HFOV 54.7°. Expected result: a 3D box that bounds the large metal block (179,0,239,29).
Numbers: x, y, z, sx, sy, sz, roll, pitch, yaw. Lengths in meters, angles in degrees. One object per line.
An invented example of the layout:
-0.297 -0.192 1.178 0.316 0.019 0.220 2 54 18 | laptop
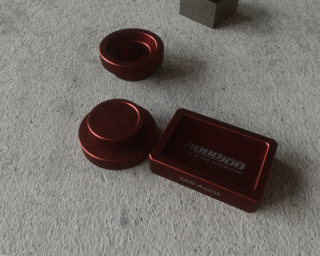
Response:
0.095 -0.243 0.592 0.080 0.050 0.080 34 58 25 | large metal block

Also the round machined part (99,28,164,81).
-0.043 -0.111 0.485 0.099 0.042 0.098 0 50 0 | round machined part

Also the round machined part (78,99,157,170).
-0.054 0.001 0.391 0.099 0.042 0.098 0 50 0 | round machined part

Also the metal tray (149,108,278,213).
0.064 0.034 0.372 0.130 0.030 0.090 21 53 16 | metal tray
